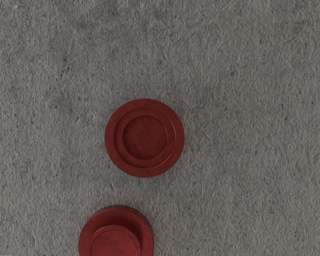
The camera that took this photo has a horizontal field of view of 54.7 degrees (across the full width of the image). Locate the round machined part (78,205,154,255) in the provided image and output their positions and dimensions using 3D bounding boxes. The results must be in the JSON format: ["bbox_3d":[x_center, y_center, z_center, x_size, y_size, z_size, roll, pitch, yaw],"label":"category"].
[{"bbox_3d":[-0.057,0.153,0.401,0.099,0.042,0.097,0,90,0],"label":"round machined part"}]

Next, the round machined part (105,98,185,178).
[{"bbox_3d":[-0.019,0.012,0.401,0.099,0.042,0.097,0,90,0],"label":"round machined part"}]
